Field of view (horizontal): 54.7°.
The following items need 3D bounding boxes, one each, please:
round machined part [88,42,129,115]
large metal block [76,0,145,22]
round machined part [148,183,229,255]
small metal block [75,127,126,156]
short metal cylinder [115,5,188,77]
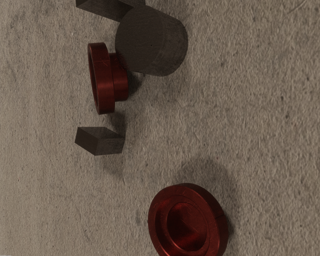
[{"bbox_3d":[-0.071,-0.069,0.430,0.098,0.042,0.097,172,89,-75],"label":"round machined part"},{"bbox_3d":[-0.068,-0.200,0.423,0.050,0.081,0.080,-7,85,39],"label":"large metal block"},{"bbox_3d":[0.036,0.113,0.363,0.098,0.042,0.097,0,90,39],"label":"round machined part"},{"bbox_3d":[-0.089,0.018,0.459,0.050,0.050,0.025,25,106,37],"label":"small metal block"},{"bbox_3d":[-0.011,-0.109,0.396,0.080,0.050,0.079,0,90,39],"label":"short metal cylinder"}]
